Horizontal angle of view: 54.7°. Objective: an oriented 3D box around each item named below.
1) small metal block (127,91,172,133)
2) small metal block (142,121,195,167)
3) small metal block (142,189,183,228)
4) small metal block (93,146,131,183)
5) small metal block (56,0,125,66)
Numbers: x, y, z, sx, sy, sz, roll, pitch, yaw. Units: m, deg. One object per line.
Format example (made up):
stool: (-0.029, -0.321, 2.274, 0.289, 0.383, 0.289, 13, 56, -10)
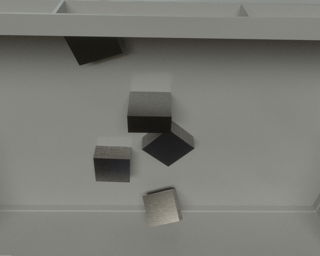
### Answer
small metal block: (-0.012, -0.020, 0.376, 0.050, 0.050, 0.025, 1, 130, -1)
small metal block: (0.011, 0.020, 0.427, 0.050, 0.025, 0.050, 36, 121, -27)
small metal block: (0.004, 0.128, 0.499, 0.050, 0.050, 0.025, -16, 167, 12)
small metal block: (-0.068, 0.053, 0.454, 0.050, 0.025, 0.050, 2, 130, -3)
small metal block: (-0.070, -0.099, 0.324, 0.050, 0.025, 0.050, -14, 129, 11)
